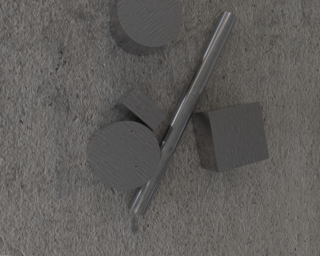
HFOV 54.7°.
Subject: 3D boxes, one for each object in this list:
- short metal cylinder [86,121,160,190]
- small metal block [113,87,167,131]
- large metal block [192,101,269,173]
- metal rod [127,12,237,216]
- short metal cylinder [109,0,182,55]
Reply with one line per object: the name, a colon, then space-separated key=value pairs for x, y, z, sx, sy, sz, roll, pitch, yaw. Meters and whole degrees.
short metal cylinder: x=-0.046 y=0.031 z=0.379 sx=0.081 sy=0.050 sz=0.079 roll=0 pitch=90 yaw=-20
small metal block: x=-0.026 y=-0.022 z=0.386 sx=0.050 sy=0.050 sz=0.025 roll=41 pitch=77 yaw=-16
large metal block: x=0.097 y=0.011 z=0.431 sx=0.081 sy=0.050 sz=0.080 roll=-12 pitch=94 yaw=-20
metal rod: x=0.034 y=-0.026 z=0.421 sx=0.025 sy=0.025 sz=0.299 roll=29 pitch=81 yaw=-18
short metal cylinder: x=-0.019 y=-0.136 z=0.388 sx=0.081 sy=0.050 sz=0.079 roll=0 pitch=90 yaw=-20
